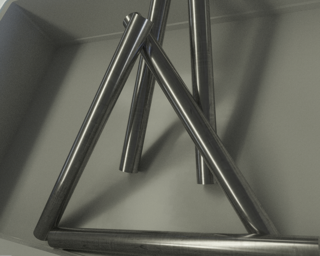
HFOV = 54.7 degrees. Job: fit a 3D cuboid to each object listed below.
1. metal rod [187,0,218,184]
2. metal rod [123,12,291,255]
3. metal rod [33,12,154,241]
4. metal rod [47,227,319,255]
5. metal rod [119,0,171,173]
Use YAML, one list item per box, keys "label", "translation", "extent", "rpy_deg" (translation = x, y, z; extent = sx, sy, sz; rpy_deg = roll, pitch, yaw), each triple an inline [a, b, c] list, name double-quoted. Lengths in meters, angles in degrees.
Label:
- label: "metal rod"
  translation: [0.047, -0.087, 0.355]
  extent: [0.025, 0.025, 0.298]
  rpy_deg: [-5, 85, 26]
- label: "metal rod"
  translation: [0.037, -0.006, 0.326]
  extent: [0.025, 0.025, 0.299]
  rpy_deg: [-32, 72, 7]
- label: "metal rod"
  translation: [-0.085, 0.010, 0.368]
  extent: [0.025, 0.025, 0.298]
  rpy_deg: [39, 108, 39]
- label: "metal rod"
  translation: [-0.003, 0.117, 0.315]
  extent: [0.300, 0.025, 0.025]
  rpy_deg: [-9, 58, 30]
- label: "metal rod"
  translation: [-0.012, -0.092, 0.389]
  extent: [0.025, 0.025, 0.298]
  rpy_deg: [13, 93, 33]
